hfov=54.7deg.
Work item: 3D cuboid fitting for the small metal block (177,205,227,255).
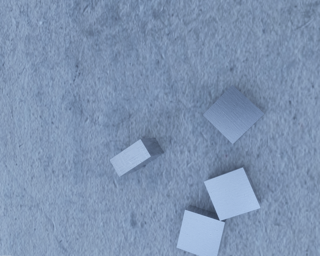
[{"bbox_3d":[0.053,0.131,0.390,0.050,0.025,0.050,13,95,19],"label":"small metal block"}]

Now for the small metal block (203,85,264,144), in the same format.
[{"bbox_3d":[0.090,-0.016,0.377,0.050,0.025,0.050,46,104,14],"label":"small metal block"}]

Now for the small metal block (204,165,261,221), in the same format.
[{"bbox_3d":[0.089,0.078,0.377,0.050,0.025,0.050,-24,82,18],"label":"small metal block"}]

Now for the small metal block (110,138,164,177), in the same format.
[{"bbox_3d":[-0.029,0.037,0.405,0.050,0.050,0.025,-34,79,16],"label":"small metal block"}]
